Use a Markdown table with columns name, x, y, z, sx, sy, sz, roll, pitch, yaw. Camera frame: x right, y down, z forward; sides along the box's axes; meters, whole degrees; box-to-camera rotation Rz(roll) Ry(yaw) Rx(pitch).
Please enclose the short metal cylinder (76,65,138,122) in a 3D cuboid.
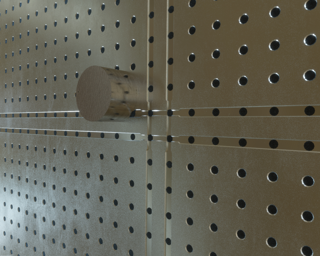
| name | x | y | z | sx | sy | sz | roll | pitch | yaw |
| --- | --- | --- | --- | --- | --- | --- | --- | --- | --- |
| short metal cylinder | -0.080 | -0.049 | 0.460 | 0.080 | 0.050 | 0.080 | 0 | 90 | 40 |
